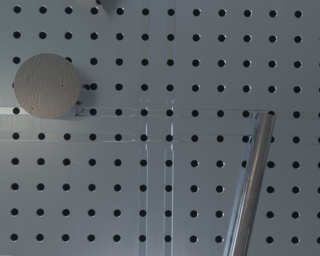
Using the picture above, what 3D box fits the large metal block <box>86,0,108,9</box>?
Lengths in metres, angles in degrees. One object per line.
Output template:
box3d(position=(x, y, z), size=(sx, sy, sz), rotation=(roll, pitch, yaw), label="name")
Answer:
box3d(position=(-0.094, -0.217, 0.400), size=(0.080, 0.050, 0.080), rotation=(27, 90, 0), label="large metal block")

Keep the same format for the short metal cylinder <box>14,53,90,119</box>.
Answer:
box3d(position=(-0.136, -0.051, 0.400), size=(0.081, 0.050, 0.079), rotation=(0, 90, 0), label="short metal cylinder")

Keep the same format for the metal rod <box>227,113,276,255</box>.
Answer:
box3d(position=(0.112, 0.128, 0.414), size=(0.025, 0.025, 0.298), rotation=(12, 90, 0), label="metal rod")
